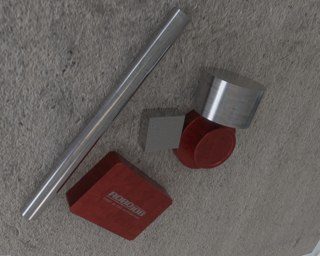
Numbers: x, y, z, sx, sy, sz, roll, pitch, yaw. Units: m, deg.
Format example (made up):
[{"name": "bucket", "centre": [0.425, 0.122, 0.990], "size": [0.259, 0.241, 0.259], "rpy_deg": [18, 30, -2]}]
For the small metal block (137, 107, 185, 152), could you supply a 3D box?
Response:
[{"name": "small metal block", "centre": [0.001, 0.002, 0.409], "size": [0.050, 0.025, 0.050], "rpy_deg": [-5, 121, -26]}]

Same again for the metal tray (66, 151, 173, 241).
[{"name": "metal tray", "centre": [-0.053, 0.100, 0.437], "size": [0.090, 0.030, 0.130], "rpy_deg": [-44, 130, 2]}]

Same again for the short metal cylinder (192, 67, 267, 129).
[{"name": "short metal cylinder", "centre": [0.087, -0.040, 0.394], "size": [0.081, 0.080, 0.050], "rpy_deg": [3, 117, -30]}]

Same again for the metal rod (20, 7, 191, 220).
[{"name": "metal rod", "centre": [-0.068, -0.010, 0.363], "size": [0.025, 0.025, 0.299], "rpy_deg": [33, 100, -38]}]

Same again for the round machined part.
[{"name": "round machined part", "centre": [0.069, 0.020, 0.446], "size": [0.099, 0.042, 0.097], "rpy_deg": [-14, 124, -21]}]
